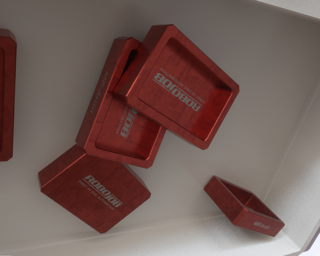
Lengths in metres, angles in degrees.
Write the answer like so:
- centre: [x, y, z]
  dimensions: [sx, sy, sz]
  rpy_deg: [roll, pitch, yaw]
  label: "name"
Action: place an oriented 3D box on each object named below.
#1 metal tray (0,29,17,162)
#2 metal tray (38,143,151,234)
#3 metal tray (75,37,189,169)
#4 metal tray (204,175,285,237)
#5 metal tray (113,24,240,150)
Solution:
- centre: [-0.185, -0.028, 0.286]
  dimensions: [0.091, 0.030, 0.129]
  rpy_deg: [0, 119, -29]
  label: "metal tray"
- centre: [-0.081, 0.077, 0.410]
  dimensions: [0.090, 0.030, 0.130]
  rpy_deg: [-38, 130, -3]
  label: "metal tray"
- centre: [-0.029, -0.026, 0.353]
  dimensions: [0.091, 0.030, 0.129]
  rpy_deg: [20, 93, -36]
  label: "metal tray"
- centre: [0.145, 0.135, 0.532]
  dimensions: [0.131, 0.090, 0.030]
  rpy_deg: [27, 103, -38]
  label: "metal tray"
- centre: [0.025, -0.041, 0.347]
  dimensions: [0.130, 0.030, 0.090]
  rpy_deg: [32, 86, -36]
  label: "metal tray"
